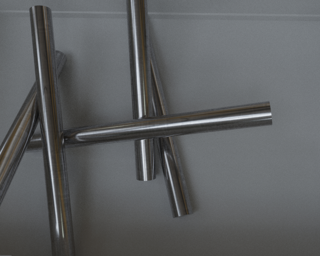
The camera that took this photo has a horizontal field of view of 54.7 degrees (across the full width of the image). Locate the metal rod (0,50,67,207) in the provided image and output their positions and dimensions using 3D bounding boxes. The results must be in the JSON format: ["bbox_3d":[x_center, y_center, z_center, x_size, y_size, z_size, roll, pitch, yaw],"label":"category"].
[{"bbox_3d":[-0.156,0.008,0.345,0.025,0.025,0.300,4,47,1],"label":"metal rod"}]

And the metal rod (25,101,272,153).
[{"bbox_3d":[-0.030,0.002,0.358,0.301,0.025,0.025,-7,69,17],"label":"metal rod"}]

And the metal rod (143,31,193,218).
[{"bbox_3d":[-0.003,-0.032,0.421,0.025,0.025,0.299,-11,70,-4],"label":"metal rod"}]

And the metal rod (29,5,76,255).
[{"bbox_3d":[-0.126,0.006,0.361,0.025,0.025,0.298,-7,85,-3],"label":"metal rod"}]

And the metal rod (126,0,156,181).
[{"bbox_3d":[-0.025,-0.085,0.374,0.025,0.025,0.298,-3,95,-1],"label":"metal rod"}]
